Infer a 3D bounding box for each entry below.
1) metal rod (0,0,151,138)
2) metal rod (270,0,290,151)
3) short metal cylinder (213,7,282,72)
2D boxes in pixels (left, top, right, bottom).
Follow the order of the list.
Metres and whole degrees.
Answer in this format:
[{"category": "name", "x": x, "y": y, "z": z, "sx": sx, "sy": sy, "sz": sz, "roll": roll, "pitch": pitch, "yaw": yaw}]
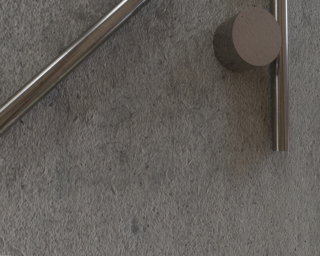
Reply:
[{"category": "metal rod", "x": -0.088, "y": -0.102, "z": 0.376, "sx": 0.025, "sy": 0.025, "sz": 0.301, "roll": 47, "pitch": 76, "yaw": -14}, {"category": "metal rod", "x": 0.184, "y": -0.114, "z": 0.476, "sx": 0.025, "sy": 0.025, "sz": 0.298, "roll": -1, "pitch": 91, "yaw": -20}, {"category": "short metal cylinder", "x": 0.123, "y": -0.124, "z": 0.441, "sx": 0.081, "sy": 0.050, "sz": 0.079, "roll": 0, "pitch": 90, "yaw": -20}]
